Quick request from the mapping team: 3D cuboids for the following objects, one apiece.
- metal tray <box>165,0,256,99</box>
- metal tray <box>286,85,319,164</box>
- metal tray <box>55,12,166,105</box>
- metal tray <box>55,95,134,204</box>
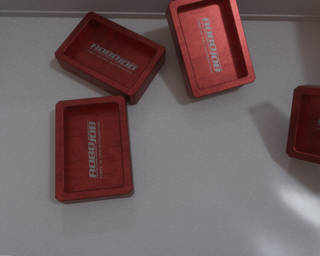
[{"bbox_3d":[0.068,-0.113,0.422,0.091,0.030,0.129,-16,95,-6],"label":"metal tray"},{"bbox_3d":[0.217,0.002,0.349,0.130,0.030,0.089,14,109,42],"label":"metal tray"},{"bbox_3d":[-0.069,-0.101,0.442,0.130,0.030,0.090,29,72,9],"label":"metal tray"},{"bbox_3d":[-0.084,0.026,0.396,0.091,0.030,0.129,-6,70,-3],"label":"metal tray"}]
